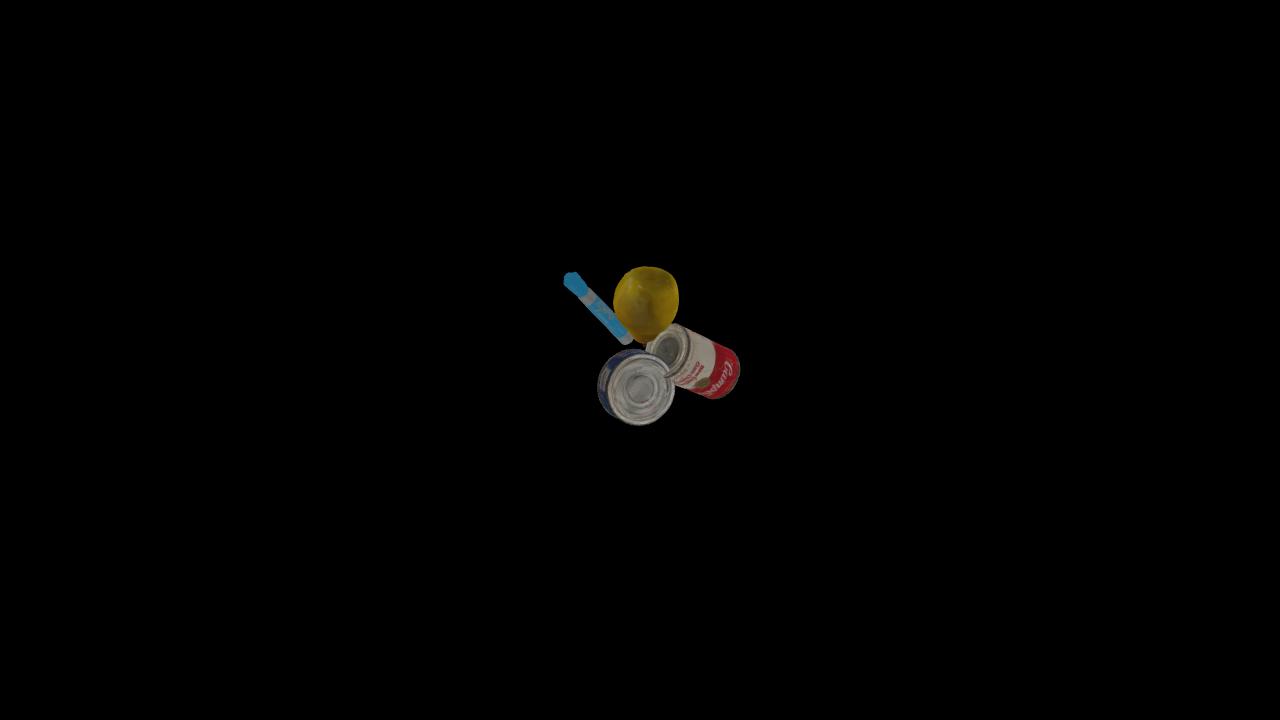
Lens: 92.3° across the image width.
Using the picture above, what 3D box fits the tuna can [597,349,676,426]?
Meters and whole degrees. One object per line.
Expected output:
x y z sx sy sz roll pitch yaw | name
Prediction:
-0.003 0.030 0.689 0.084 0.084 0.034 0 7 -21 | tuna can

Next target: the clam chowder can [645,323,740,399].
0.062 0.002 0.727 0.068 0.068 0.102 0 -16 45 | clam chowder can

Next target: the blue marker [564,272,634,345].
-0.044 -0.056 0.672 0.020 0.020 0.121 0 -31 36 | blue marker

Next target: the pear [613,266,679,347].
0.003 -0.050 0.704 0.080 0.111 0.080 6 38 -5 | pear
